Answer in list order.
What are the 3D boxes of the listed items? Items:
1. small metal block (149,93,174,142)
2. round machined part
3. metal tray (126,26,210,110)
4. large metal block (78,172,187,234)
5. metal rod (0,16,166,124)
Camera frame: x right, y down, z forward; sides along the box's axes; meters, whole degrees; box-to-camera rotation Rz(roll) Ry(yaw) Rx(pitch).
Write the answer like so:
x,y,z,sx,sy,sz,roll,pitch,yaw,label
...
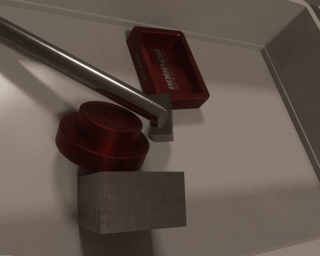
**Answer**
x,y,z,sx,sy,sz,roll,pitch,yaw,label
0.003,-0.011,0.388,0.025,0.050,0.050,-3,77,4,small metal block
-0.057,0.004,0.333,0.099,0.042,0.098,19,22,-8,round machined part
0.011,-0.090,0.464,0.091,0.030,0.130,-5,64,-31,metal tray
-0.030,0.071,0.305,0.081,0.080,0.050,4,77,-27,large metal block
-0.131,-0.086,0.356,0.301,0.025,0.025,28,51,2,metal rod
